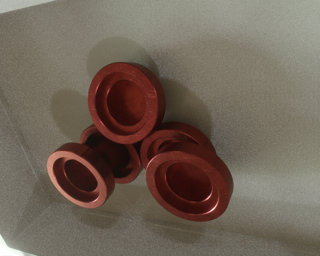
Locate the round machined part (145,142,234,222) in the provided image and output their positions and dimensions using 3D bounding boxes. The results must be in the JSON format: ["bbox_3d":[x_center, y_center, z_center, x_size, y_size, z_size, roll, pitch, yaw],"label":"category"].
[{"bbox_3d":[0.036,0.057,0.358,0.098,0.042,0.097,13,124,21],"label":"round machined part"}]

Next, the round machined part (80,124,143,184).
[{"bbox_3d":[-0.063,0.029,0.447,0.098,0.042,0.097,13,124,21],"label":"round machined part"}]

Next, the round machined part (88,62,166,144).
[{"bbox_3d":[-0.037,-0.032,0.383,0.098,0.042,0.097,6,103,26],"label":"round machined part"}]

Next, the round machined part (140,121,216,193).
[{"bbox_3d":[0.027,0.034,0.403,0.098,0.042,0.097,13,124,21],"label":"round machined part"}]

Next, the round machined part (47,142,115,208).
[{"bbox_3d":[-0.105,0.061,0.435,0.098,0.042,0.097,13,124,21],"label":"round machined part"}]
